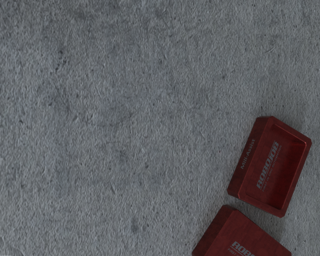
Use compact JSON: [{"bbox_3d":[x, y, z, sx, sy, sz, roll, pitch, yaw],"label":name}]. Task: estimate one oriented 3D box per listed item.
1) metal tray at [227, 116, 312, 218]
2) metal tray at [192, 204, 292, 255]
[{"bbox_3d":[0.167,0.058,0.467,0.090,0.030,0.130,28,81,-18],"label":"metal tray"},{"bbox_3d":[0.122,0.185,0.452,0.130,0.030,0.090,40,77,-16],"label":"metal tray"}]
